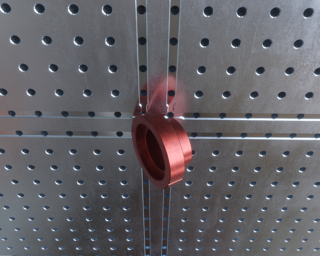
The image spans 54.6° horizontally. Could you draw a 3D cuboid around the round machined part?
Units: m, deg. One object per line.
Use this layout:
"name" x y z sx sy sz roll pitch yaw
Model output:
"round machined part" 0.005 0.025 0.397 0.042 0.098 0.097 -19 136 -25
